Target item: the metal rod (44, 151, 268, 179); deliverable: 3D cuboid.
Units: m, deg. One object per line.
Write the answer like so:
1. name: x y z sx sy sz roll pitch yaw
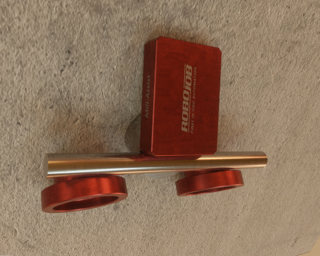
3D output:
1. metal rod: 0.018 0.042 0.382 0.303 0.025 0.025 2 118 -30

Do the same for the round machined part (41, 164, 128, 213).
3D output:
1. round machined part: -0.091 0.070 0.371 0.099 0.042 0.098 -11 160 -4

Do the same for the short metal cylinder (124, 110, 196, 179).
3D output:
1. short metal cylinder: 0.000 0.019 0.406 0.081 0.050 0.079 -14 125 -21

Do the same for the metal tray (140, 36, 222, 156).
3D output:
1. metal tray: 0.026 -0.034 0.365 0.091 0.030 0.129 2 91 -30

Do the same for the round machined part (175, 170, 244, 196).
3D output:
1. round machined part: 0.071 0.072 0.460 0.099 0.042 0.098 -8 163 -2
